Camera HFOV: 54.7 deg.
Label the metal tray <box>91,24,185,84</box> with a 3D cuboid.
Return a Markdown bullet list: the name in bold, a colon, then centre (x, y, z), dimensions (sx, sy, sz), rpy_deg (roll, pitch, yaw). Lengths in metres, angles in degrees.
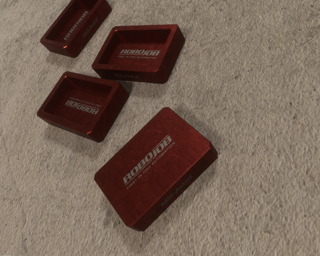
- **metal tray**: centre (-0.036, -0.119, 0.490), dimensions (0.130, 0.030, 0.090), rpy_deg (10, 67, 32)

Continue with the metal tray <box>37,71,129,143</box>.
- **metal tray**: centre (-0.123, -0.037, 0.485), dimensions (0.130, 0.030, 0.090), rpy_deg (16, 70, 34)

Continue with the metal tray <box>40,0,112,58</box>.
- **metal tray**: centre (-0.165, -0.203, 0.609), dimensions (0.090, 0.030, 0.130), rpy_deg (22, 73, 35)

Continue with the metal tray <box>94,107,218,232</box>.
- **metal tray**: centre (-0.007, 0.046, 0.375), dimensions (0.130, 0.030, 0.090), rpy_deg (-44, 51, -3)
